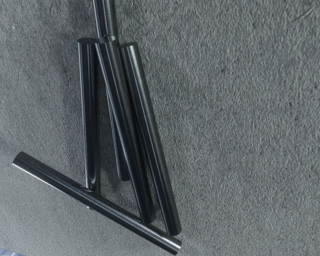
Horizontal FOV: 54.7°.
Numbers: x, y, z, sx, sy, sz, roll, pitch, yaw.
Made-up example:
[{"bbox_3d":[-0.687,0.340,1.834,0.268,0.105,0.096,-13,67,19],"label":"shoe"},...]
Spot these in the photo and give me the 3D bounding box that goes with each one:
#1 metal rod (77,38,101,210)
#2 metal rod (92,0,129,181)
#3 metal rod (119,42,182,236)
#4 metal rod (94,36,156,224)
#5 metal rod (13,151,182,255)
[{"bbox_3d":[-0.104,0.014,0.470,0.025,0.025,0.298,18,126,17],"label":"metal rod"},{"bbox_3d":[-0.059,-0.054,0.404,0.025,0.025,0.298,11,123,22],"label":"metal rod"},{"bbox_3d":[-0.008,0.033,0.431,0.025,0.025,0.298,1,119,27],"label":"metal rod"},{"bbox_3d":[-0.040,0.025,0.426,0.025,0.025,0.298,7,127,24],"label":"metal rod"},{"bbox_3d":[-0.100,0.124,0.507,0.301,0.025,0.025,31,129,-3],"label":"metal rod"}]
